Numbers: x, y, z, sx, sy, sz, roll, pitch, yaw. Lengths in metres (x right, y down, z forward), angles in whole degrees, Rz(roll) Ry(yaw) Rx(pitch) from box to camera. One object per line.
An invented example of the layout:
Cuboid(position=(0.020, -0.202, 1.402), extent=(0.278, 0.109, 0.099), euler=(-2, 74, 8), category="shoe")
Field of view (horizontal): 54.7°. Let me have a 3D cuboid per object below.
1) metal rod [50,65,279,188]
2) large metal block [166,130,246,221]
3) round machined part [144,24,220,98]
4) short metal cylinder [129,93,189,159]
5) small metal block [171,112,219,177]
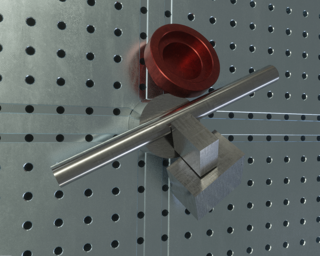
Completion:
Cuboid(position=(0.021, -0.011, 0.368), extent=(0.302, 0.025, 0.025), euler=(-26, 99, -19), category="metal rod")
Cuboid(position=(0.060, 0.062, 0.398), extent=(0.080, 0.050, 0.080), euler=(-37, 147, -16), category="large metal block")
Cuboid(position=(0.025, -0.082, 0.401), extent=(0.099, 0.042, 0.098), euler=(11, 63, -22), category="round machined part")
Cuboid(position=(0.005, -0.003, 0.401), extent=(0.081, 0.050, 0.079), euler=(0, 90, -21), category="short metal cylinder")
Cuboid(position=(0.039, 0.019, 0.350), extent=(0.025, 0.050, 0.050), euler=(-31, 143, -18), category="small metal block")
